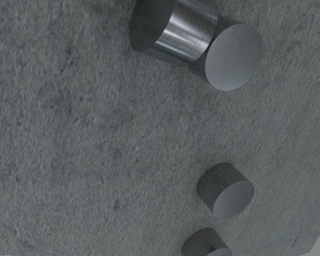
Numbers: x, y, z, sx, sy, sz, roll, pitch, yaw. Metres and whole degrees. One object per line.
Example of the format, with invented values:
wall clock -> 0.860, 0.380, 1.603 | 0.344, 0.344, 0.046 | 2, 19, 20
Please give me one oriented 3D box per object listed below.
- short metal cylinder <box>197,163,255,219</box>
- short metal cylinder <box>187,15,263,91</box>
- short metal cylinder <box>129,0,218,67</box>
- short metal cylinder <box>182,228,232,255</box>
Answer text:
short metal cylinder -> 0.109, 0.105, 0.518 | 0.081, 0.050, 0.079 | -14, 125, -21
short metal cylinder -> 0.076, -0.092, 0.377 | 0.081, 0.050, 0.079 | -14, 125, -21
short metal cylinder -> 0.011, -0.107, 0.312 | 0.050, 0.080, 0.080 | 14, 111, -34
short metal cylinder -> 0.089, 0.238, 0.590 | 0.081, 0.050, 0.079 | -14, 125, -21
